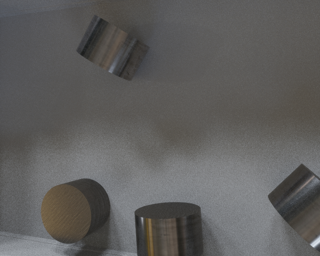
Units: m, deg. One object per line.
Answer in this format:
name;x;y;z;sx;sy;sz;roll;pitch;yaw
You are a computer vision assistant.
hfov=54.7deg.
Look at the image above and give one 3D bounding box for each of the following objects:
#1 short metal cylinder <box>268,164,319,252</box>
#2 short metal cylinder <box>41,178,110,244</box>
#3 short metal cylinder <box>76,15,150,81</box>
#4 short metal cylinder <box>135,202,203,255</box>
short metal cylinder;0.162;0.083;0.324;0.080;0.080;0.050;44;104;14
short metal cylinder;-0.118;0.115;0.439;0.080;0.050;0.080;0;90;20
short metal cylinder;-0.060;-0.103;0.402;0.080;0.080;0.050;34;101;17
short metal cylinder;0.011;0.125;0.377;0.080;0.080;0.050;-4;89;20
